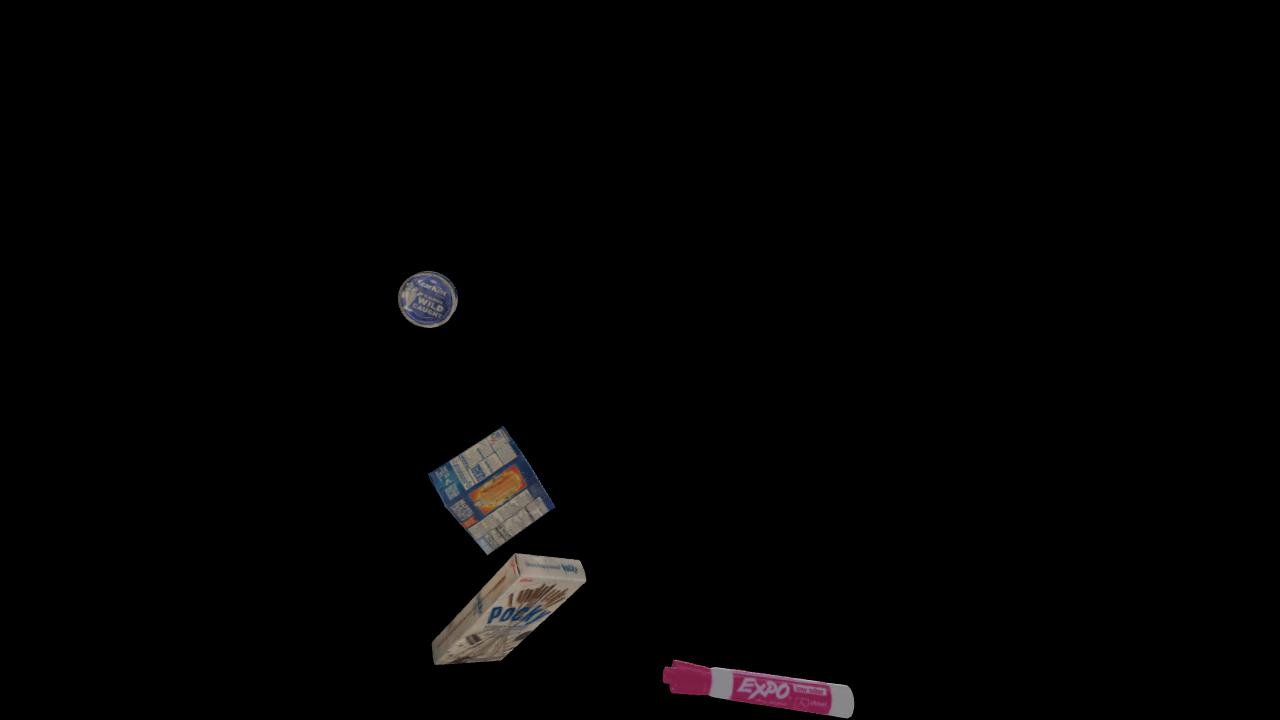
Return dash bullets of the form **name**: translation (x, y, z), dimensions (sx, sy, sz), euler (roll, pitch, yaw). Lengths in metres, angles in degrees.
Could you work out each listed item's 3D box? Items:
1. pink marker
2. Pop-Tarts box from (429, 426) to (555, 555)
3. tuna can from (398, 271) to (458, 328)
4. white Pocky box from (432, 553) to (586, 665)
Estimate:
- **pink marker**: translation (0.074, 0.206, 0.385), dimensions (0.121, 0.020, 0.020), euler (11, -1, -6)
- **Pop-Tarts box**: translation (-0.243, 0.220, 1.030), dimensions (0.141, 0.167, 0.083), euler (-34, 46, -15)
- **tuna can**: translation (-0.322, -0.093, 0.938), dimensions (0.084, 0.084, 0.034), euler (0, 15, -8)
- **white Pocky box**: translation (-0.131, 0.249, 0.611), dimensions (0.084, 0.154, 0.028), euler (23, 28, -42)
